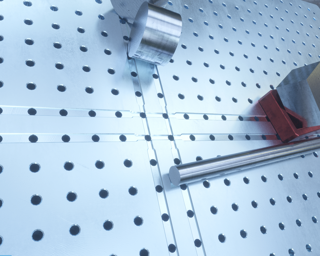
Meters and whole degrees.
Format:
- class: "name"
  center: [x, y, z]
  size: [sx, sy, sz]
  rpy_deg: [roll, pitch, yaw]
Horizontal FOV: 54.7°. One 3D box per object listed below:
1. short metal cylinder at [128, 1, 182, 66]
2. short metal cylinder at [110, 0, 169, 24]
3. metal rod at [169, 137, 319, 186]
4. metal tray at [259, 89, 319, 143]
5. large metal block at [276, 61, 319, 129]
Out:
- class: "short metal cylinder"
  center: [-0.009, -0.135, 0.450]
  size: [0.050, 0.080, 0.080]
  rpy_deg: [12, 57, -22]
- class: "short metal cylinder"
  center: [-0.032, -0.211, 0.484]
  size: [0.080, 0.080, 0.050]
  rpy_deg: [40, 51, -1]
- class: "metal rod"
  center: [0.146, 0.043, 0.460]
  size: [0.303, 0.025, 0.025]
  rpy_deg: [-7, 65, -31]
- class: "metal tray"
  center: [0.250, -0.029, 0.556]
  size: [0.131, 0.030, 0.090]
  rpy_deg: [-12, 68, -33]
- class: "large metal block"
  center: [0.248, -0.055, 0.521]
  size: [0.080, 0.050, 0.080]
  rpy_deg: [-39, 107, -39]
